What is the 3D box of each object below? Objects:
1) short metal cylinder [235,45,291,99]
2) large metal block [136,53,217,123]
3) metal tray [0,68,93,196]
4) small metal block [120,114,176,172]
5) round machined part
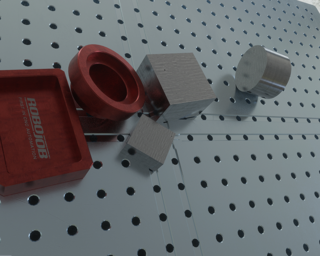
[{"bbox_3d":[0.173,-0.094,0.526,0.050,0.080,0.080,14,56,-21],"label":"short metal cylinder"},{"bbox_3d":[0.020,-0.058,0.440,0.081,0.050,0.080,-11,68,-33],"label":"large metal block"},{"bbox_3d":[-0.135,-0.002,0.333,0.091,0.030,0.130,-9,67,-32],"label":"metal tray"},{"bbox_3d":[-0.014,0.018,0.391,0.050,0.025,0.050,31,52,-9],"label":"small metal block"},{"bbox_3d":[-0.069,-0.050,0.379,0.098,0.042,0.098,32,38,-30],"label":"round machined part"}]
